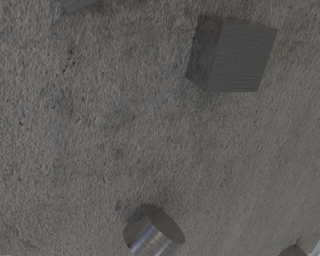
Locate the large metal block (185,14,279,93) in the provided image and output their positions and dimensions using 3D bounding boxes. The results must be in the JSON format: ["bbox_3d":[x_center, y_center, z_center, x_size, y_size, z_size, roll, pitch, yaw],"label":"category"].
[{"bbox_3d":[0.086,-0.091,0.382,0.081,0.050,0.079,-4,120,-27],"label":"large metal block"}]

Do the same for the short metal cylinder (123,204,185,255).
[{"bbox_3d":[-0.009,0.161,0.466,0.050,0.080,0.080,-49,129,6],"label":"short metal cylinder"}]

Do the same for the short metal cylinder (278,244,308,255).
[{"bbox_3d":[0.343,0.347,0.794,0.081,0.050,0.079,-14,124,-21],"label":"short metal cylinder"}]

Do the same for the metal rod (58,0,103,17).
[{"bbox_3d":[0.038,-0.188,0.311,0.301,0.025,0.025,-29,129,-10],"label":"metal rod"}]
